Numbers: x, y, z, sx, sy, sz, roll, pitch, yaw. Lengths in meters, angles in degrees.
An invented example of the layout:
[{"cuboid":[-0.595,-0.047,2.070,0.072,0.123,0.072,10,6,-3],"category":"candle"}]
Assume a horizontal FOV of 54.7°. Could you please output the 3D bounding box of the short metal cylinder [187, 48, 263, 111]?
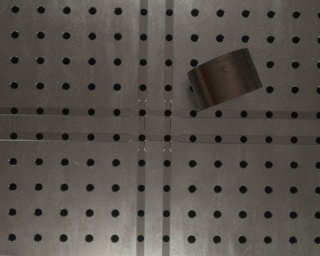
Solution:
[{"cuboid":[0.080,-0.059,0.387,0.080,0.080,0.050,-21,90,0],"category":"short metal cylinder"}]
